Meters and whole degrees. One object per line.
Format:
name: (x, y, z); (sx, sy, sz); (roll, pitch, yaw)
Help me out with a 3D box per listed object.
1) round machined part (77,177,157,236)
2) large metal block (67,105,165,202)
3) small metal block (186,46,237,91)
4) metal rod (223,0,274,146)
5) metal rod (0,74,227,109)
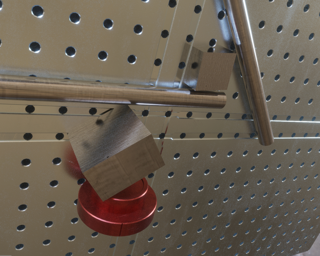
round machined part: (-0.052, 0.084, 0.389); (0.099, 0.098, 0.042); (-2, 119, -28)
large metal block: (-0.053, 0.025, 0.363); (0.080, 0.080, 0.050); (-30, 129, -10)
small metal block: (0.066, -0.077, 0.402); (0.050, 0.025, 0.050); (-5, 121, -26)
metal rod: (0.126, -0.082, 0.431); (0.025, 0.025, 0.299); (-34, 129, -7)
metal rod: (-0.047, -0.040, 0.361); (0.303, 0.025, 0.025); (0, 118, -29)
